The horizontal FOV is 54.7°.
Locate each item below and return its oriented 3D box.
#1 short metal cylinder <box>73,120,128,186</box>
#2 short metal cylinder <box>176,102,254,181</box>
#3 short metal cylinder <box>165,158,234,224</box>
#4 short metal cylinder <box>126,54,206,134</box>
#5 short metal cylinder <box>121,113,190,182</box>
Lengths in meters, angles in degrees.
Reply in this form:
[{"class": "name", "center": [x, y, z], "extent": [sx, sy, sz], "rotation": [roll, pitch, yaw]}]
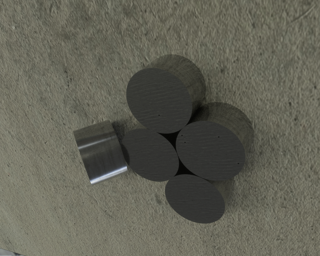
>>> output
[{"class": "short metal cylinder", "center": [-0.083, 0.034, 0.430], "extent": [0.080, 0.050, 0.080], "rotation": [161, 90, -76]}, {"class": "short metal cylinder", "center": [0.066, 0.015, 0.367], "extent": [0.080, 0.050, 0.079], "rotation": [13, 124, 21]}, {"class": "short metal cylinder", "center": [0.054, 0.079, 0.413], "extent": [0.080, 0.050, 0.079], "rotation": [13, 124, 21]}, {"class": "short metal cylinder", "center": [0.008, -0.040, 0.363], "extent": [0.080, 0.050, 0.079], "rotation": [13, 124, 21]}, {"class": "short metal cylinder", "center": [-0.003, 0.023, 0.408], "extent": [0.080, 0.050, 0.079], "rotation": [13, 124, 21]}]
